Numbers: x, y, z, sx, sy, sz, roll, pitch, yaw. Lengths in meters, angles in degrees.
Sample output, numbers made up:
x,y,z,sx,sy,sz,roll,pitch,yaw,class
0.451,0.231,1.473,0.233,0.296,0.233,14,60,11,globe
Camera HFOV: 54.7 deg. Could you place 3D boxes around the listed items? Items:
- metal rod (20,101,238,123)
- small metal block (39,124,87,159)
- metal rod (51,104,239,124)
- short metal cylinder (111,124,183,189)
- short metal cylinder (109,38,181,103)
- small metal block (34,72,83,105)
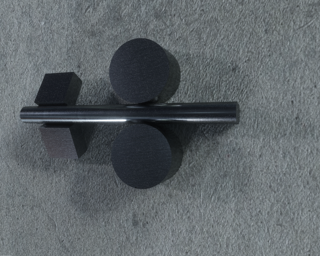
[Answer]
x,y,z,sx,sy,sz,roll,pitch,yaw,class
-0.054,-0.019,0.403,0.301,0.025,0.025,0,90,20,metal rod
-0.139,0.016,0.449,0.050,0.025,0.050,1,117,19,small metal block
-0.046,-0.018,0.426,0.301,0.025,0.025,0,90,19,metal rod
-0.015,0.035,0.402,0.080,0.050,0.079,0,90,20,short metal cylinder
-0.018,-0.071,0.403,0.080,0.050,0.079,0,90,20,short metal cylinder
-0.147,-0.053,0.452,0.050,0.025,0.050,0,63,20,small metal block
